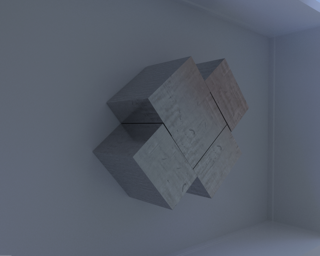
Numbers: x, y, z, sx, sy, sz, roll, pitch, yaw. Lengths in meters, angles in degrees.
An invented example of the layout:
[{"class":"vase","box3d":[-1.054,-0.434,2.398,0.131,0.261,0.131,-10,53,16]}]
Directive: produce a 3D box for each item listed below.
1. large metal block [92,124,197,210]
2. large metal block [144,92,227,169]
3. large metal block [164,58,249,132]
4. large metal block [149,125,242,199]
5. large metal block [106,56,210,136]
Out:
[{"class":"large metal block","box3d":[-0.018,0.041,0.357,0.050,0.080,0.080,-49,119,-29]},{"class":"large metal block","box3d":[0.022,0.002,0.391,0.080,0.080,0.050,-48,119,-30]},{"class":"large metal block","box3d":[0.061,-0.042,0.423,0.050,0.080,0.080,-49,119,-29]},{"class":"large metal block","box3d":[0.048,0.040,0.412,0.080,0.080,0.050,-48,119,-30]},{"class":"large metal block","box3d":[-0.002,-0.037,0.369,0.080,0.080,0.050,-48,119,-30]}]
